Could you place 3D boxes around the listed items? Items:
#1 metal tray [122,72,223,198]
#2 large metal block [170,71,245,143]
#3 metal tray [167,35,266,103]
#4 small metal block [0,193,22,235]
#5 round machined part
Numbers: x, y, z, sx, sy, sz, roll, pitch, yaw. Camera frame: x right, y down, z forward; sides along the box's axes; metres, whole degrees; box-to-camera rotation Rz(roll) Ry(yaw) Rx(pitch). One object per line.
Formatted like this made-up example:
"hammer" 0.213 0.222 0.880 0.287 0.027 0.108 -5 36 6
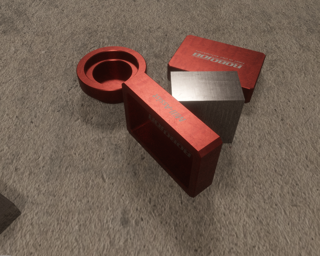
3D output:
"metal tray" 0.008 0.007 0.354 0.030 0.089 0.130 -32 57 -24
"large metal block" 0.053 -0.024 0.388 0.081 0.080 0.050 -1 50 -1
"metal tray" 0.088 -0.095 0.481 0.130 0.030 0.090 19 52 15
"small metal block" -0.186 0.091 0.324 0.050 0.025 0.050 27 55 20
"round machined part" -0.068 -0.073 0.453 0.099 0.042 0.098 0 50 0
